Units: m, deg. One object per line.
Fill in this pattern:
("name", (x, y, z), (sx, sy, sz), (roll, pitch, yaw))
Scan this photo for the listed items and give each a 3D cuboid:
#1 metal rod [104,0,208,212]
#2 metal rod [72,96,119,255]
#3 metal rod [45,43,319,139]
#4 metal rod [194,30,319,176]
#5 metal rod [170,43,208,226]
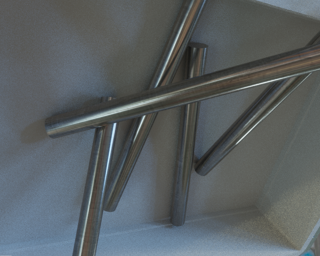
("metal rod", (-0.016, -0.018, 0.389), (0.025, 0.025, 0.298), (11, 113, -34))
("metal rod", (-0.080, 0.113, 0.347), (0.025, 0.025, 0.298), (13, 83, -34))
("metal rod", (0.022, -0.035, 0.314), (0.301, 0.025, 0.025), (-14, 130, 12))
("metal rod", (0.122, -0.022, 0.382), (0.025, 0.025, 0.298), (-1, 145, -29))
("metal rod", (0.038, 0.029, 0.448), (0.025, 0.025, 0.298), (-11, 123, -23))
